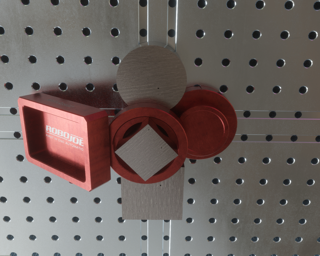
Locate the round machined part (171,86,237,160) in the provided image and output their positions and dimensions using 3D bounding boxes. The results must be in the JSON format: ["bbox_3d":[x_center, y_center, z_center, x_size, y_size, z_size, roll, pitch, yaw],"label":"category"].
[{"bbox_3d":[0.052,-0.002,0.402,0.099,0.042,0.097,0,110,0],"label":"round machined part"}]

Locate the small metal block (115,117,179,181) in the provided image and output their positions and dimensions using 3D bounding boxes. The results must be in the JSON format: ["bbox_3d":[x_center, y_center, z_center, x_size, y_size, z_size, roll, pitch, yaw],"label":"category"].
[{"bbox_3d":[-0.015,0.024,0.356,0.050,0.025,0.050,-40,106,13],"label":"small metal block"}]

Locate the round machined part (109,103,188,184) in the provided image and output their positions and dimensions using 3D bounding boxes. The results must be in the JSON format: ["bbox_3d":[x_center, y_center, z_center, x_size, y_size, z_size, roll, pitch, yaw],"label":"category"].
[{"bbox_3d":[-0.017,0.016,0.379,0.099,0.042,0.097,0,110,0],"label":"round machined part"}]

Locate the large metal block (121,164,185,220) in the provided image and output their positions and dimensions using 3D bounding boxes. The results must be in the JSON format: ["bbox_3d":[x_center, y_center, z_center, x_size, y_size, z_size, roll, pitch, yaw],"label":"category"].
[{"bbox_3d":[-0.010,0.077,0.425,0.081,0.050,0.079,1,110,-1],"label":"large metal block"}]

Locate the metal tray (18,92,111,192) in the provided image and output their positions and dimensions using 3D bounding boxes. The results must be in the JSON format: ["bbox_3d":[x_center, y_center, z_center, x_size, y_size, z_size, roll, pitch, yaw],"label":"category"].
[{"bbox_3d":[-0.118,0.013,0.376,0.130,0.030,0.089,15,115,34],"label":"metal tray"}]

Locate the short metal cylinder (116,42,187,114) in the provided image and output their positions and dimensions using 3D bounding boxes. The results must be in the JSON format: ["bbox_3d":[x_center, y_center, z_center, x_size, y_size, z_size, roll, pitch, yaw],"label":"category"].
[{"bbox_3d":[-0.010,-0.062,0.376,0.081,0.050,0.079,0,110,0],"label":"short metal cylinder"}]
